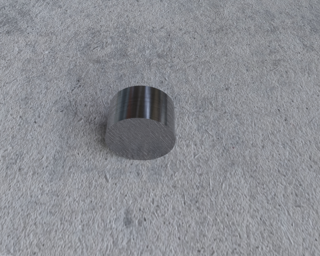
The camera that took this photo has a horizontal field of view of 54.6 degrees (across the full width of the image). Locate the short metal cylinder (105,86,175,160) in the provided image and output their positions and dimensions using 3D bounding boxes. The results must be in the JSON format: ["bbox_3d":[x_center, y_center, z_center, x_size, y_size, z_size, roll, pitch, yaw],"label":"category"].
[{"bbox_3d":[-0.022,-0.004,0.371,0.080,0.080,0.050,0,50,0],"label":"short metal cylinder"}]
